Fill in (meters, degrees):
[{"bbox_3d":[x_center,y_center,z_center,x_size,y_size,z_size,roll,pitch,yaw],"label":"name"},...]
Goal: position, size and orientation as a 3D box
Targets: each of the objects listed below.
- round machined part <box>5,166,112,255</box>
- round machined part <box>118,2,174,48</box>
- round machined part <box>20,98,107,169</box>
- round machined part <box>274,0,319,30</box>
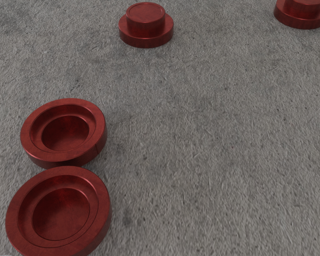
[{"bbox_3d":[-0.098,0.090,0.315,0.099,0.042,0.098,0,50,0],"label":"round machined part"},{"bbox_3d":[-0.025,-0.188,0.550,0.099,0.042,0.098,0,50,0],"label":"round machined part"},{"bbox_3d":[-0.114,0.012,0.381,0.099,0.042,0.098,0,50,0],"label":"round machined part"},{"bbox_3d":[0.272,-0.233,0.589,0.099,0.042,0.098,0,50,0],"label":"round machined part"}]
